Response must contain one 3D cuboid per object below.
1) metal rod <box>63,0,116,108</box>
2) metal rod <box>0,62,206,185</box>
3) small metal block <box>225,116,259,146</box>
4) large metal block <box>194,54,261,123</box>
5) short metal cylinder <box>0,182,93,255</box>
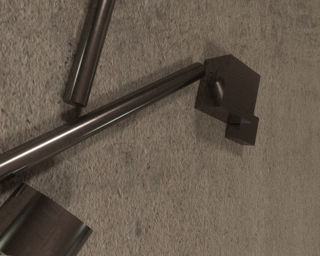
[{"bbox_3d":[-0.058,-0.169,0.356,0.025,0.025,0.299,21,77,-38],"label":"metal rod"},{"bbox_3d":[-0.048,-0.021,0.366,0.302,0.025,0.025,-31,110,-36],"label":"metal rod"},{"bbox_3d":[0.140,0.000,0.525,0.050,0.025,0.050,21,77,-38],"label":"small metal block"},{"bbox_3d":[0.106,-0.057,0.480,0.080,0.050,0.080,21,77,-38],"label":"large metal block"},{"bbox_3d":[-0.109,0.093,0.279,0.080,0.080,0.050,50,61,-29],"label":"short metal cylinder"}]
